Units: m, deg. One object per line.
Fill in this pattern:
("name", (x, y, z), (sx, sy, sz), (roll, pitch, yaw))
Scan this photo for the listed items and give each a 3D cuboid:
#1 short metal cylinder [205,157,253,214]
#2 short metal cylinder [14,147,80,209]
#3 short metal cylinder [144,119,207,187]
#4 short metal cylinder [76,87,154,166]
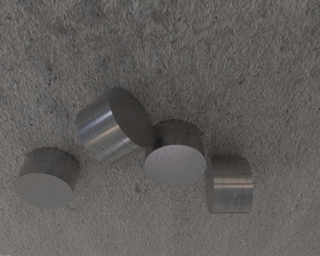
("short metal cylinder", (0.095, 0.081, 0.441), (0.050, 0.080, 0.079), (0, 130, 0))
("short metal cylinder", (-0.162, 0.073, 0.452), (0.081, 0.050, 0.079), (0, 130, 0))
("short metal cylinder", (0.020, 0.034, 0.420), (0.081, 0.050, 0.079), (0, 130, 0))
("short metal cylinder", (-0.051, -0.002, 0.369), (0.050, 0.080, 0.080), (-30, 124, 23))
